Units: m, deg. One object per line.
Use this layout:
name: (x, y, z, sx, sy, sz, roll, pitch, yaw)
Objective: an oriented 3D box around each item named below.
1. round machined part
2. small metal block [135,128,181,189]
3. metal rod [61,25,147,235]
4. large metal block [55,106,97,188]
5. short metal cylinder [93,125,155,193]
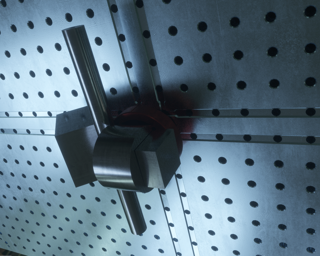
round machined part: (-0.015, 0.013, 0.413, 0.098, 0.042, 0.097, 13, 124, 20)
small metal block: (-0.001, 0.034, 0.361, 0.025, 0.050, 0.050, 1, 119, 27)
metal rod: (-0.064, 0.021, 0.402, 0.025, 0.025, 0.298, 1, 119, 27)
large metal block: (-0.108, 0.023, 0.437, 0.050, 0.080, 0.079, -18, 116, -9)
short metal cylinder: (-0.036, 0.036, 0.376, 0.050, 0.080, 0.079, 1, 119, 27)
